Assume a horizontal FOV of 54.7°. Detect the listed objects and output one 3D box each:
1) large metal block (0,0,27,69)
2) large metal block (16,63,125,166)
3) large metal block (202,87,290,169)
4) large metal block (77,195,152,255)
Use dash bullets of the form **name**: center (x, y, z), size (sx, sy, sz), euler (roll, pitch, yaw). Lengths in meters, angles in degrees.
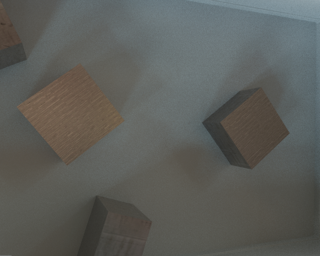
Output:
- **large metal block**: center (-0.181, -0.105, 0.314), size (0.050, 0.080, 0.080), euler (-28, 99, -18)
- **large metal block**: center (-0.102, -0.015, 0.359), size (0.080, 0.050, 0.080), euler (-40, 103, -16)
- **large metal block**: center (0.122, 0.000, 0.442), size (0.080, 0.050, 0.080), euler (-39, 103, -16)
- **large metal block**: center (-0.056, 0.132, 0.361), size (0.050, 0.080, 0.080), euler (19, 84, -19)
